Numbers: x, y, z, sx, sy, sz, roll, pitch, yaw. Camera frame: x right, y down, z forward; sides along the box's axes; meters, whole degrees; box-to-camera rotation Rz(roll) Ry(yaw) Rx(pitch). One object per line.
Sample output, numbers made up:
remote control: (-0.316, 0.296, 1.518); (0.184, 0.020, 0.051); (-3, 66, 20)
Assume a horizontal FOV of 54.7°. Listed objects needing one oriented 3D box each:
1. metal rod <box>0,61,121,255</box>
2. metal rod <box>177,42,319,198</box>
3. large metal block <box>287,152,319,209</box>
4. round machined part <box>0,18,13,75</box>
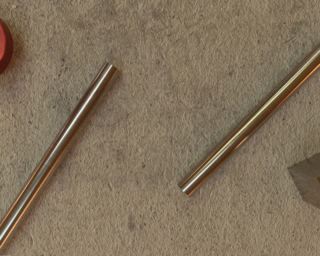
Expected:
metal rod: (-0.144, 0.044, 0.408); (0.025, 0.025, 0.299); (33, 90, -1)
metal rod: (0.138, -0.022, 0.411); (0.300, 0.025, 0.025); (-45, 91, -1)
large metal block: (0.222, 0.060, 0.386); (0.080, 0.080, 0.050); (-26, 90, 0)
round machined part: (-0.238, -0.105, 0.398); (0.099, 0.042, 0.097); (0, 90, -1)
